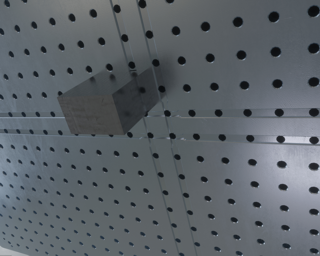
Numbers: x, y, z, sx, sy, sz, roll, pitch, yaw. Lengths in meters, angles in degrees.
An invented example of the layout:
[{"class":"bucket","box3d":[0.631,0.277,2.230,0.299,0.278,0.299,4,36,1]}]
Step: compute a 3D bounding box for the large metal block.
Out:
[{"class":"large metal block","box3d":[-0.064,-0.033,0.390,0.080,0.080,0.050,1,119,28]}]
